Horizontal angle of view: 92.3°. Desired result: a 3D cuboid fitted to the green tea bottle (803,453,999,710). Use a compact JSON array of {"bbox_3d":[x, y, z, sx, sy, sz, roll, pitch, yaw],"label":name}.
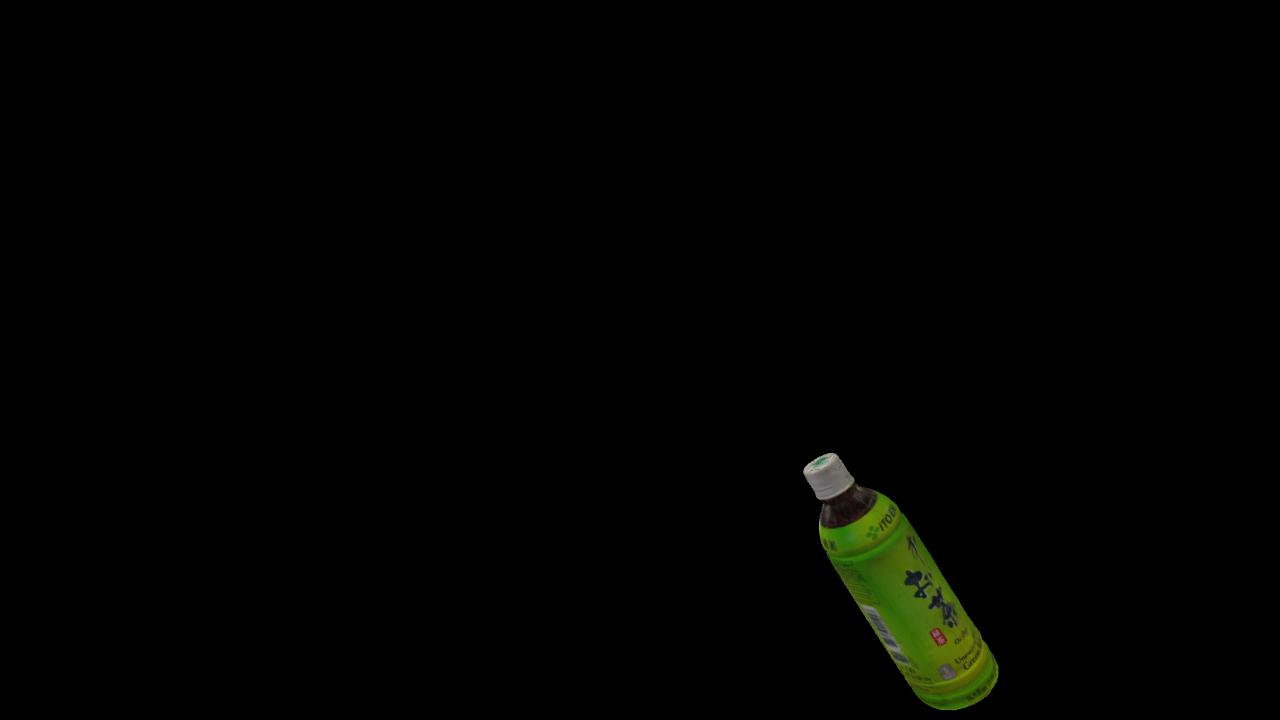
[{"bbox_3d":[0.197,0.170,0.489,0.073,0.212,0.073,-34,4,2],"label":"green tea bottle"}]
